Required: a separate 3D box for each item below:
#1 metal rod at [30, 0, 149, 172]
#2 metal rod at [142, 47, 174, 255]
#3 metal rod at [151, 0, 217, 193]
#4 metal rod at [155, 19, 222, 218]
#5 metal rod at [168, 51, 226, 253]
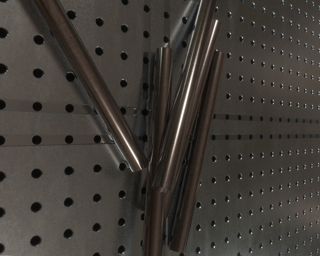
[{"bbox_3d":[-0.089,-0.077,0.335,0.025,0.025,0.299,-41,115,-32],"label":"metal rod"},{"bbox_3d":[-0.003,0.044,0.394,0.025,0.025,0.298,11,79,-40],"label":"metal rod"},{"bbox_3d":[0.038,-0.062,0.414,0.025,0.025,0.300,34,60,-35],"label":"metal rod"},{"bbox_3d":[0.041,-0.023,0.445,0.025,0.025,0.299,28,72,-37],"label":"metal rod"},{"bbox_3d":[0.057,0.027,0.459,0.025,0.025,0.299,22,76,-38],"label":"metal rod"}]
